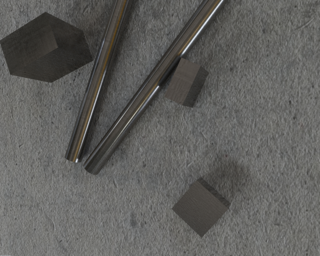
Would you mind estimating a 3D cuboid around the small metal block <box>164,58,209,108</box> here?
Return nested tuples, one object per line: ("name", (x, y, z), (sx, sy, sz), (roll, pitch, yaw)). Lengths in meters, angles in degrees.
("small metal block", (0.034, -0.054, 0.383), (0.025, 0.050, 0.050), (27, 99, 18))

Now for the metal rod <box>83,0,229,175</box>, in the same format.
("metal rod", (-0.009, -0.057, 0.411), (0.025, 0.025, 0.299), (41, 102, 15))

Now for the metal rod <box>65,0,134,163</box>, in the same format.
("metal rod", (-0.078, -0.094, 0.435), (0.025, 0.025, 0.298), (21, 97, 18))

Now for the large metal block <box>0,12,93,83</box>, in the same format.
("large metal block", (-0.156, -0.108, 0.433), (0.080, 0.080, 0.050), (-23, 83, 18))

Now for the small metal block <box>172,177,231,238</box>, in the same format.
("small metal block", (0.052, 0.099, 0.390), (0.050, 0.025, 0.050), (42, 103, 15))
